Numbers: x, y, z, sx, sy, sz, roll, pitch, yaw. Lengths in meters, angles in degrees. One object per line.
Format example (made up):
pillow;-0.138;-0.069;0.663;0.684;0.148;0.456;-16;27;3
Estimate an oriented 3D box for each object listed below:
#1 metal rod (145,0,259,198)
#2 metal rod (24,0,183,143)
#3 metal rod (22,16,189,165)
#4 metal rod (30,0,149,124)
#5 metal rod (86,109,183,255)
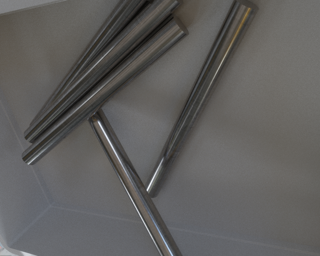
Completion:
metal rod;0.034;-0.010;0.384;0.025;0.025;0.298;31;128;8
metal rod;-0.089;-0.062;0.393;0.299;0.025;0.025;-35;99;31
metal rod;-0.086;-0.032;0.397;0.299;0.025;0.025;-35;99;27
metal rod;-0.112;-0.073;0.422;0.025;0.025;0.299;48;129;-6
metal rod;-0.035;0.077;0.410;0.025;0.025;0.299;-39;76;39
